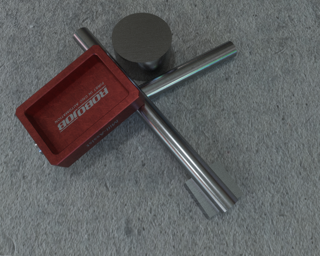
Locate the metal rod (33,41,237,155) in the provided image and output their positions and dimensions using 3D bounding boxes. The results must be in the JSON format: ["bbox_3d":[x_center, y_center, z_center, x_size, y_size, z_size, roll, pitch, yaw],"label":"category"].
[{"bbox_3d":[-0.026,-0.046,0.426,0.302,0.025,0.025,-28,73,-10],"label":"metal rod"}]

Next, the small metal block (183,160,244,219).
[{"bbox_3d":[0.065,0.076,0.382,0.050,0.025,0.050,-32,73,-11],"label":"small metal block"}]

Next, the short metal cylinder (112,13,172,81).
[{"bbox_3d":[-0.024,-0.113,0.436,0.081,0.050,0.080,0,70,0],"label":"short metal cylinder"}]

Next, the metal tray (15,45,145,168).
[{"bbox_3d":[-0.096,-0.026,0.374,0.130,0.030,0.090,-40,74,-2],"label":"metal tray"}]

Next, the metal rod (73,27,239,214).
[{"bbox_3d":[-0.015,-0.020,0.390,0.025,0.025,0.300,-37,75,-13],"label":"metal rod"}]
